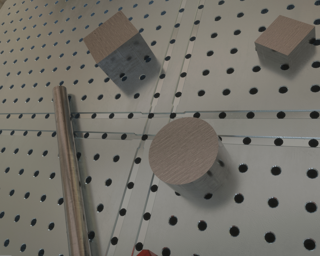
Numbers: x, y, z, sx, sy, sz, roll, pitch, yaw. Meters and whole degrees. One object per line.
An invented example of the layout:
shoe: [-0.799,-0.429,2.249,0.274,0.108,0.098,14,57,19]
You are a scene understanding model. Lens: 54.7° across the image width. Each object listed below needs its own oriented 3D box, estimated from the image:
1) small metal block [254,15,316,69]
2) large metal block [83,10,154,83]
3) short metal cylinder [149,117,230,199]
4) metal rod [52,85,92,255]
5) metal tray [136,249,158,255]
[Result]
small metal block: [0.158,-0.110,0.393,0.050,0.025,0.050,-47,51,-5]
large metal block: [-0.070,-0.135,0.512,0.080,0.050,0.080,-36,51,4]
short metal cylinder: [0.034,0.034,0.353,0.080,0.050,0.080,-13,56,21]
metal rod: [-0.133,0.047,0.449,0.025,0.025,0.299,-28,52,10]
metal tray: [-0.013,0.188,0.274,0.090,0.030,0.130,-42,36,-1]
